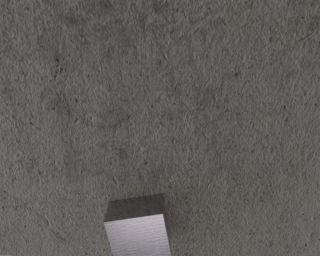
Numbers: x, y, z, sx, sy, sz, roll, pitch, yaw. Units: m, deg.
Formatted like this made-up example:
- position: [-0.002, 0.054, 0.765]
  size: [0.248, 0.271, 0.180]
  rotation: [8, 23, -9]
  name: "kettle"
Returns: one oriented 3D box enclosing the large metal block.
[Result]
- position: [-0.029, 0.149, 0.451]
  size: [0.080, 0.050, 0.079]
  rotation: [-9, 110, 3]
  name: "large metal block"
